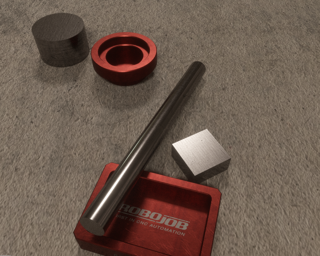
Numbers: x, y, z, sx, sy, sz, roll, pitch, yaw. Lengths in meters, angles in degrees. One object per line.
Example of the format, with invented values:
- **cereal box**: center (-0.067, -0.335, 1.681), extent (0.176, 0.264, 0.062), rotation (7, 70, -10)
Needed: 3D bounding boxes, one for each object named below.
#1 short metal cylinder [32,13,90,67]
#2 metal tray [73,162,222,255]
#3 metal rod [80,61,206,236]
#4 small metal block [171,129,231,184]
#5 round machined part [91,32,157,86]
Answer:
- **short metal cylinder**: center (-0.160, -0.144, 0.506), extent (0.081, 0.050, 0.080), rotation (0, 50, 0)
- **metal tray**: center (-0.009, 0.093, 0.321), extent (0.131, 0.030, 0.090), rotation (13, 51, 10)
- **metal rod**: center (0.000, -0.003, 0.377), extent (0.025, 0.025, 0.301), rotation (19, 44, 15)
- **small metal block**: center (0.049, 0.035, 0.375), extent (0.050, 0.025, 0.050), rotation (-23, 54, -18)
- **round machined part**: center (-0.054, -0.102, 0.478), extent (0.099, 0.042, 0.098), rotation (0, 50, 0)
